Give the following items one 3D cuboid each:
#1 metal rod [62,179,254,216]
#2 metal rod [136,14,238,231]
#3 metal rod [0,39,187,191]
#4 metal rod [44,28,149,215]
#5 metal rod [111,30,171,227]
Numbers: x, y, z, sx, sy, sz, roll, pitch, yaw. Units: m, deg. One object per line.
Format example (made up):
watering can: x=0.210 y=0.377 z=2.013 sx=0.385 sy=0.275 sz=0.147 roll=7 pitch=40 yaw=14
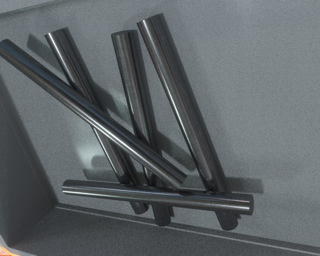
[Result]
metal rod: x=-0.022 y=0.096 z=0.445 sx=0.300 sy=0.025 sz=0.025 roll=-1 pitch=118 yaw=28
metal rod: x=0.042 y=0.008 z=0.391 sx=0.025 sy=0.025 sz=0.299 roll=-11 pitch=113 yaw=33
metal rod: x=-0.092 y=-0.019 z=0.411 sx=0.300 sy=0.025 sz=0.025 roll=37 pitch=129 yaw=3
metal rod: x=-0.084 y=0.004 z=0.455 sx=0.025 sy=0.025 sz=0.299 roll=-10 pitch=114 yaw=32
metal rod: x=-0.020 y=0.019 z=0.430 sx=0.025 sy=0.025 sz=0.298 roll=4 pitch=120 yaw=26
